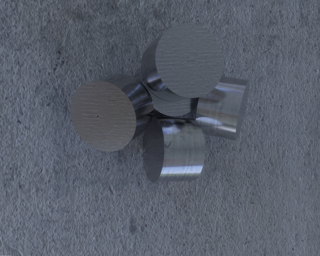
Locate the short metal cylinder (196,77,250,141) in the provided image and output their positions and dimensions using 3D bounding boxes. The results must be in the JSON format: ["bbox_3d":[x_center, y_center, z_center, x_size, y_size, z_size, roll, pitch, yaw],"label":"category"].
[{"bbox_3d":[0.083,-0.027,0.407,0.050,0.080,0.080,13,85,19],"label":"short metal cylinder"}]

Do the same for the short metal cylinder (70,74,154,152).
[{"bbox_3d":[-0.054,-0.019,0.356,0.080,0.050,0.079,6,110,19],"label":"short metal cylinder"}]

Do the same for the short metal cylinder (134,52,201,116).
[{"bbox_3d":[0.009,-0.054,0.401,0.081,0.050,0.079,0,90,-21],"label":"short metal cylinder"}]

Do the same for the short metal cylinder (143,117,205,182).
[{"bbox_3d":[0.015,0.027,0.386,0.050,0.080,0.079,2,90,-20],"label":"short metal cylinder"}]

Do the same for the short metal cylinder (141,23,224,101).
[{"bbox_3d":[0.024,-0.072,0.353,0.081,0.050,0.079,0,90,-21],"label":"short metal cylinder"}]
